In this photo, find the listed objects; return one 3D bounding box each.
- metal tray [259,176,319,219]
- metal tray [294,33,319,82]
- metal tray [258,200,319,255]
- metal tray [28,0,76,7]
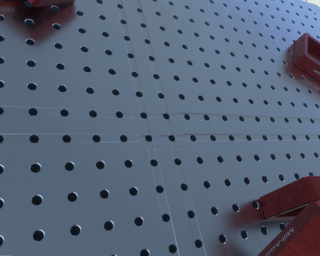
[{"bbox_3d":[0.216,0.096,0.422,0.131,0.090,0.030,6,59,-25],"label":"metal tray"},{"bbox_3d":[0.358,-0.143,0.682,0.130,0.030,0.090,29,52,-9],"label":"metal tray"},{"bbox_3d":[0.165,0.158,0.344,0.090,0.130,0.030,41,6,0],"label":"metal tray"},{"bbox_3d":[-0.172,-0.232,0.418,0.130,0.030,0.090,55,35,-9],"label":"metal tray"}]
